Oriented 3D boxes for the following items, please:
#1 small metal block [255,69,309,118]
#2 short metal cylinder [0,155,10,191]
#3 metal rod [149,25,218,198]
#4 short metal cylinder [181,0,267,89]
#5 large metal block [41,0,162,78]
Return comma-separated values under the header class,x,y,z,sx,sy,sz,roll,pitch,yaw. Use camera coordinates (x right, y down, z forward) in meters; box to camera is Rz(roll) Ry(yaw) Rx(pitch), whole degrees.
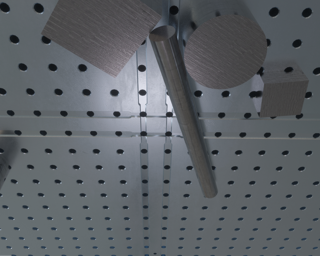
class,x,y,z,sx,sy,sz,roll,pitch,yaw
small metal block,0.147,-0.041,0.378,0.050,0.025,0.050,-4,130,3
short metal cylinder,-0.272,0.072,0.454,0.081,0.050,0.079,0,130,0
metal rod,0.041,0.008,0.391,0.025,0.025,0.299,-12,138,10
short metal cylinder,0.064,-0.087,0.322,0.081,0.050,0.079,0,130,0
large metal block,-0.054,-0.110,0.301,0.080,0.050,0.080,30,124,-23
